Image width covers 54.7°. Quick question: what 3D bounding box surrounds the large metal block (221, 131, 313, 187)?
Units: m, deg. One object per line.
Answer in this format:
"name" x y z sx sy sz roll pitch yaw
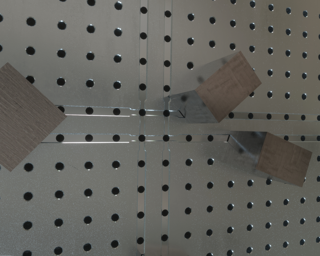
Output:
"large metal block" 0.149 0.042 0.440 0.080 0.080 0.050 22 83 -19

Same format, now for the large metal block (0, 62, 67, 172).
"large metal block" -0.163 -0.011 0.339 0.080 0.050 0.080 46 76 -15

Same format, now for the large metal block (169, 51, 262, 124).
"large metal block" 0.070 -0.051 0.411 0.080 0.080 0.050 -41 104 -16
